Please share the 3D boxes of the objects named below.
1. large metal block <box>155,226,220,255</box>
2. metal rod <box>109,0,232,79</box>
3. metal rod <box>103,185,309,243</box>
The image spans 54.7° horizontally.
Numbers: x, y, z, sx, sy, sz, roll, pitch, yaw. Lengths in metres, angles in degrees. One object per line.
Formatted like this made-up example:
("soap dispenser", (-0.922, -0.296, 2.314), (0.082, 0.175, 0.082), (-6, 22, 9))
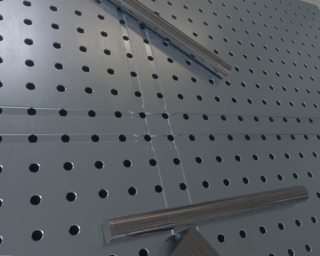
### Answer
("large metal block", (0.026, 0.161, 0.308), (0.080, 0.050, 0.080), (48, 51, 5))
("metal rod", (-0.011, -0.175, 0.509), (0.301, 0.025, 0.025), (33, 51, -7))
("metal rod", (0.078, 0.101, 0.388), (0.303, 0.025, 0.025), (-1, 63, -29))
